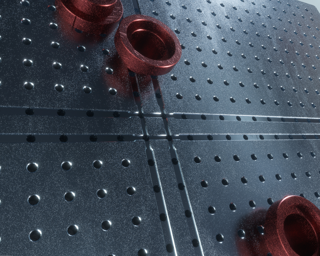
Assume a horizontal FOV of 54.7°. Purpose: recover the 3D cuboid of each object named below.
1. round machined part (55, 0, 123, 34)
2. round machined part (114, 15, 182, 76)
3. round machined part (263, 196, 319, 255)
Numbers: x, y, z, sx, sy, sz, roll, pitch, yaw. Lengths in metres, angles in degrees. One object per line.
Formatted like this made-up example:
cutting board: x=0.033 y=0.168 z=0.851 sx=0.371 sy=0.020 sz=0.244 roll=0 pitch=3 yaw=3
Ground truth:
round machined part: x=-0.101 y=-0.191 z=0.460 sx=0.099 sy=0.042 sz=0.098 roll=14 pitch=56 yaw=-21
round machined part: x=-0.021 y=-0.117 z=0.459 sx=0.099 sy=0.042 sz=0.098 roll=14 pitch=56 yaw=-21
round machined part: x=0.177 y=0.143 z=0.408 sx=0.099 sy=0.042 sz=0.098 roll=14 pitch=56 yaw=-21
